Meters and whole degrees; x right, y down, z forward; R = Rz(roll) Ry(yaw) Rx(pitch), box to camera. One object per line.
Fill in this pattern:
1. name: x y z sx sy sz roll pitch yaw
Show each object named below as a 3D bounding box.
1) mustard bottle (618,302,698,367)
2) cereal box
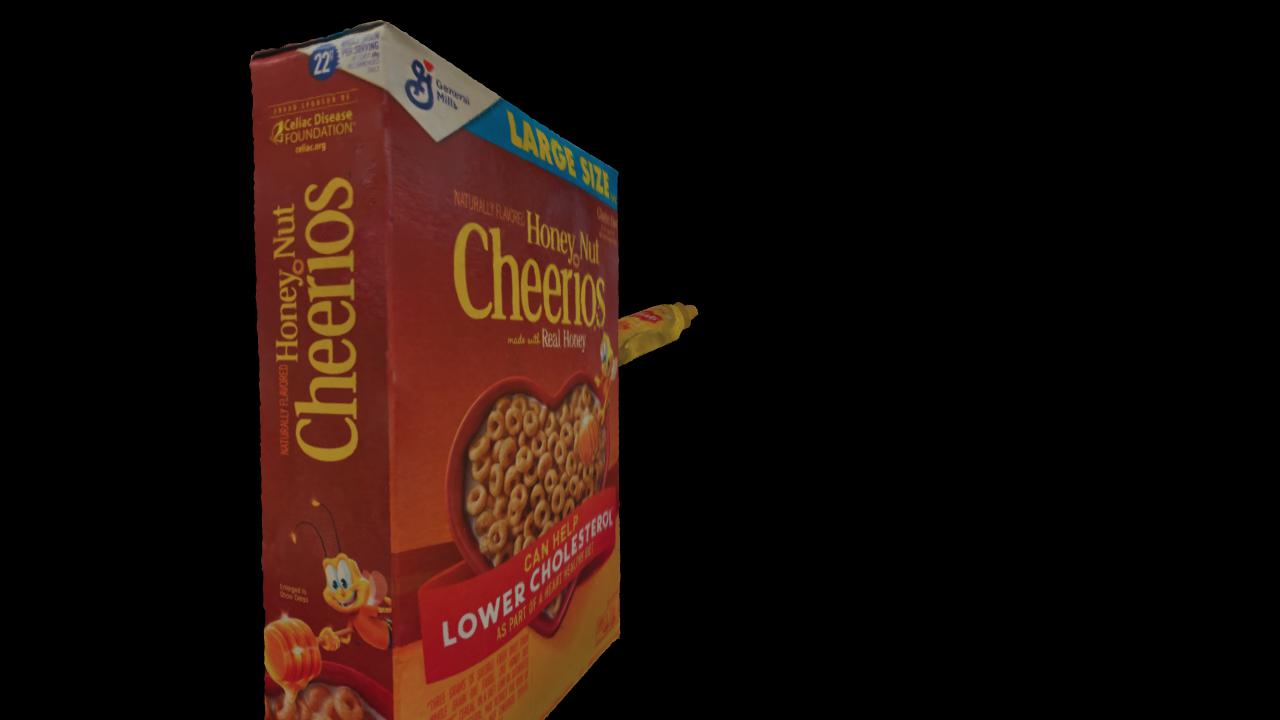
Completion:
1. mustard bottle: 0.009 -0.043 0.917 0.184 0.054 0.092 -24 25 -23
2. cereal box: -0.079 0.030 0.315 0.081 0.306 0.203 1 1 21
